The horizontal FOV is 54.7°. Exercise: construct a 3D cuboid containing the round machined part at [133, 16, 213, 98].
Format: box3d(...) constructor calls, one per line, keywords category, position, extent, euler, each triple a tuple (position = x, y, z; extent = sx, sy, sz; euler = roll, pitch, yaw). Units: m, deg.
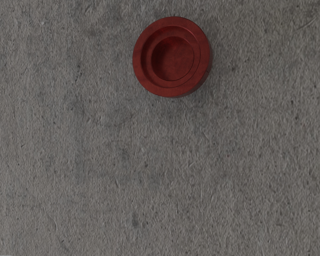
box3d(category="round machined part", position=(0.019, -0.086, 0.393), extent=(0.098, 0.042, 0.097), euler=(0, 90, 20))
